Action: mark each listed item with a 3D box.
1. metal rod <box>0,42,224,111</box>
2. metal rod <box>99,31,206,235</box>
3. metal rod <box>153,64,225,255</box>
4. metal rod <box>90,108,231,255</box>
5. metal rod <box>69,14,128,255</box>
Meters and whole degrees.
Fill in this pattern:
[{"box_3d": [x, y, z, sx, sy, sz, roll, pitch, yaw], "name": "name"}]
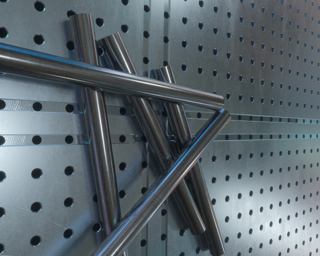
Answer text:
[{"box_3d": [-0.032, -0.049, 0.352, 0.302, 0.025, 0.025, 6, 86, -40], "name": "metal rod"}, {"box_3d": [-0.001, 0.021, 0.409, 0.025, 0.025, 0.299, -38, 113, -34], "name": "metal rod"}, {"box_3d": [0.047, 0.056, 0.450, 0.025, 0.025, 0.298, -29, 108, -37], "name": "metal rod"}, {"box_3d": [0.003, 0.074, 0.381, 0.301, 0.025, 0.025, -46, 118, -30], "name": "metal rod"}, {"box_3d": [-0.067, 0.026, 0.354, 0.025, 0.025, 0.298, -13, 98, -40], "name": "metal rod"}]
